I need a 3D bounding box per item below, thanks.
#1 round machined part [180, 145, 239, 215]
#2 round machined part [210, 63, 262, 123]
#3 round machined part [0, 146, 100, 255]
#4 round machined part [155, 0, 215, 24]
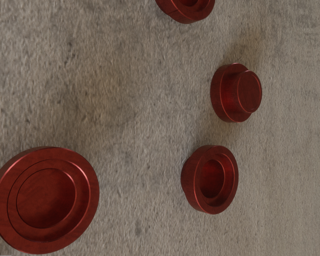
[{"bbox_3d":[0.069,0.073,0.454,0.099,0.042,0.097,0,90,-40],"label":"round machined part"},{"bbox_3d":[0.130,-0.057,0.506,0.099,0.042,0.097,0,90,-40],"label":"round machined part"},{"bbox_3d":[-0.113,0.066,0.301,0.099,0.042,0.097,0,90,-40],"label":"round machined part"},{"bbox_3d":[0.028,-0.190,0.419,0.099,0.042,0.097,0,90,-40],"label":"round machined part"}]
